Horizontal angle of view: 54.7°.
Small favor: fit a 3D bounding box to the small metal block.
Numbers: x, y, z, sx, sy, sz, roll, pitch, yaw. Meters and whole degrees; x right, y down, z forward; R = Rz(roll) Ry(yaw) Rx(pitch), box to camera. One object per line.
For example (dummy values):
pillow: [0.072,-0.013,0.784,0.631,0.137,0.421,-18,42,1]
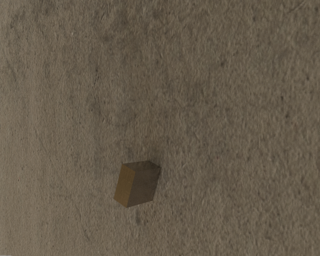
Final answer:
small metal block: [-0.029,0.073,0.411,0.025,0.050,0.050,24,105,37]
